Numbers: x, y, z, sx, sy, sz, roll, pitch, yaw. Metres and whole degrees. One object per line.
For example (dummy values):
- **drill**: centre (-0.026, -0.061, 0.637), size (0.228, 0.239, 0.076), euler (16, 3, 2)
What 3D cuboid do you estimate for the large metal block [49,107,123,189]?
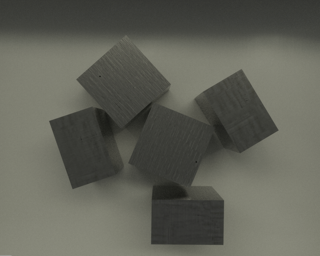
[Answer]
- **large metal block**: centre (-0.086, 0.022, 0.382), size (0.050, 0.080, 0.080), euler (-19, 90, 0)

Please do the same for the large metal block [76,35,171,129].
- **large metal block**: centre (-0.044, -0.055, 0.397), size (0.080, 0.050, 0.080), euler (-42, 91, 0)

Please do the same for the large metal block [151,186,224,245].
- **large metal block**: centre (0.031, 0.104, 0.384), size (0.081, 0.080, 0.050), euler (1, 90, -1)

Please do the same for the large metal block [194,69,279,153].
- **large metal block**: centre (0.090, -0.019, 0.383), size (0.050, 0.080, 0.080), euler (-31, 90, 0)

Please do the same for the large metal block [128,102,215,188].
- **large metal block**: centre (0.014, 0.021, 0.398), size (0.080, 0.050, 0.080), euler (22, 90, -1)
